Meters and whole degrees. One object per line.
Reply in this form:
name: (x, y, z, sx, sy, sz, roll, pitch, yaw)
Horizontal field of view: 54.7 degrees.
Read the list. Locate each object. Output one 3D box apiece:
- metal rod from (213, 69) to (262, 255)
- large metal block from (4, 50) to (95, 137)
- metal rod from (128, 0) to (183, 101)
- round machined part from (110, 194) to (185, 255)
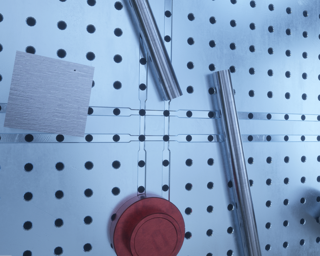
metal rod: (0.116, 0.064, 0.457, 0.025, 0.025, 0.298, -12, 94, -20)
large metal block: (-0.125, -0.035, 0.354, 0.081, 0.050, 0.080, 9, 87, -20)
metal rod: (-0.033, -0.179, 0.400, 0.025, 0.025, 0.298, -23, 98, -19)
round machined part: (-0.011, 0.138, 0.401, 0.099, 0.042, 0.097, 0, 90, -21)
